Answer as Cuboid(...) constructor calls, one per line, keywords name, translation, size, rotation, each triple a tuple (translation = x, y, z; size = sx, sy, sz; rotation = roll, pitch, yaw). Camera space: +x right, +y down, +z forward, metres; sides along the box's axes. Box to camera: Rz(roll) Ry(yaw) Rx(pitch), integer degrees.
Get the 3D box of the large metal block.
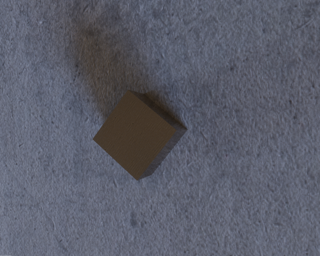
Cuboid(name="large metal block", translation=(-0.025, 0.008, 0.404), size=(0.080, 0.050, 0.080), rotation=(41, 102, 15))
